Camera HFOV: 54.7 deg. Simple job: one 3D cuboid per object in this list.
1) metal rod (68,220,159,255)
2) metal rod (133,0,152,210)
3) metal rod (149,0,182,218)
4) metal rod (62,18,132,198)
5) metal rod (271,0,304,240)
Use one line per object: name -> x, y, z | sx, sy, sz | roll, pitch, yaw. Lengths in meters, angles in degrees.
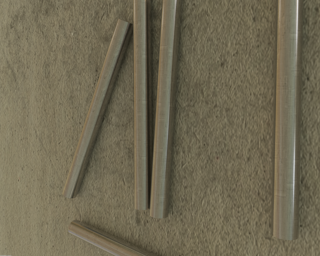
metal rod -> -0.027, 0.178, 0.425 | 0.300, 0.025, 0.025 | 6, 94, 39
metal rod -> -0.024, -0.041, 0.422 | 0.025, 0.025, 0.298 | -1, 90, 39
metal rod -> 0.007, -0.035, 0.396 | 0.025, 0.025, 0.298 | 6, 94, 39
metal rod -> -0.101, -0.020, 0.485 | 0.025, 0.025, 0.298 | 34, 111, 34
metal rod -> 0.124, -0.044, 0.301 | 0.025, 0.025, 0.298 | 2, 91, 39
